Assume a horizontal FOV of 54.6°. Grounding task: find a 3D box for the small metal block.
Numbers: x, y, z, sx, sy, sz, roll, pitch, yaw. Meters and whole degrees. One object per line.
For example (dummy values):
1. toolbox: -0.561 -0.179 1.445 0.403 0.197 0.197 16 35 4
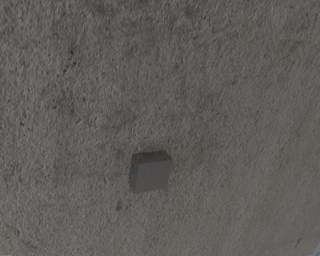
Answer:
1. small metal block: -0.014 0.061 0.436 0.050 0.025 0.050 -4 121 -26
